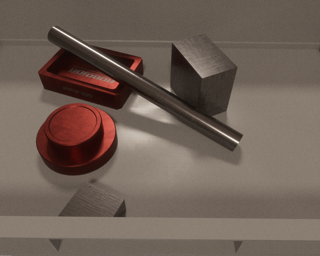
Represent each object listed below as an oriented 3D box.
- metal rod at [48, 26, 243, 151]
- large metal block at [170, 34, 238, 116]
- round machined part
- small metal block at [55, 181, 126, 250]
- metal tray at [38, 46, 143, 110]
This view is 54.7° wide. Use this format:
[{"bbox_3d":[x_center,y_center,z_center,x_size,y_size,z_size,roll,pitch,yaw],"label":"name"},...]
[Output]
[{"bbox_3d":[-0.027,-0.058,0.419,0.301,0.025,0.025,32,56,11],"label":"metal rod"},{"bbox_3d":[0.056,-0.069,0.428,0.050,0.080,0.080,-20,53,-16],"label":"large metal block"},{"bbox_3d":[-0.104,0.007,0.387,0.099,0.042,0.098,0,50,0],"label":"round machined part"},{"bbox_3d":[-0.071,0.091,0.327,0.050,0.025,0.050,21,53,16],"label":"small metal block"},{"bbox_3d":[-0.102,-0.084,0.470,0.130,0.030,0.090,16,52,13],"label":"metal tray"}]
